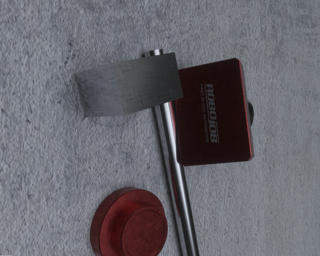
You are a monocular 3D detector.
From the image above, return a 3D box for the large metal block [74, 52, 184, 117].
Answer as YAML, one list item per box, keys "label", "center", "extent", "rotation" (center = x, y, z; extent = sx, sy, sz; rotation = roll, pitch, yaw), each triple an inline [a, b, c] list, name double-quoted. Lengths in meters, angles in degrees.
- label: "large metal block"
  center: [-0.035, -0.047, 0.341]
  extent: [0.081, 0.080, 0.050]
  rotation: [-21, 103, -38]

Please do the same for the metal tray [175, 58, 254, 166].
- label: "metal tray"
  center: [0.069, -0.018, 0.407]
  extent: [0.030, 0.090, 0.129]
  rotation: [12, 72, -67]

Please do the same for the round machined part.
- label: "round machined part"
  center: [-0.029, 0.123, 0.371]
  extent: [0.099, 0.042, 0.097]
  rotation: [0, 90, -40]

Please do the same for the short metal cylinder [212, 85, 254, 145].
- label: "short metal cylinder"
  center: [0.085, -0.020, 0.443]
  extent: [0.050, 0.080, 0.080]
  rotation: [23, 75, -38]

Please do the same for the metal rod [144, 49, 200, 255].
- label: "metal rod"
  center: [0.019, 0.045, 0.422]
  extent: [0.025, 0.025, 0.298]
  rotation: [-18, 102, -39]
